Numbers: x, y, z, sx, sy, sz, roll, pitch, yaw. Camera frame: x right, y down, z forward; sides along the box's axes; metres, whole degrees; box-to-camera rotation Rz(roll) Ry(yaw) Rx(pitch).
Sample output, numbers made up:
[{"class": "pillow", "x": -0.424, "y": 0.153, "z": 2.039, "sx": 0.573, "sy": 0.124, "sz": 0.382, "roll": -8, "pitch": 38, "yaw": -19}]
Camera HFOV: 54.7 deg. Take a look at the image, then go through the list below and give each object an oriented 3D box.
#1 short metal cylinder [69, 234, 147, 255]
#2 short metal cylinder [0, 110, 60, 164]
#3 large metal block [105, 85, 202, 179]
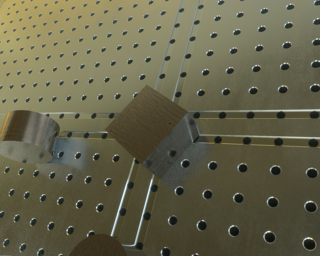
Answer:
[{"class": "short metal cylinder", "x": -0.055, "y": 0.157, "z": 0.324, "sx": 0.080, "sy": 0.050, "sz": 0.080, "roll": -13, "pitch": 56, "yaw": 21}, {"class": "short metal cylinder", "x": -0.198, "y": 0.016, "z": 0.468, "sx": 0.080, "sy": 0.080, "sz": 0.050, "roll": -10, "pitch": 58, "yaw": 23}, {"class": "large metal block", "x": -0.009, "y": 0.003, "z": 0.395, "sx": 0.080, "sy": 0.050, "sz": 0.080, "roll": -48, "pitch": 51, "yaw": -6}]
